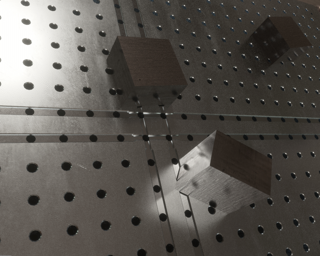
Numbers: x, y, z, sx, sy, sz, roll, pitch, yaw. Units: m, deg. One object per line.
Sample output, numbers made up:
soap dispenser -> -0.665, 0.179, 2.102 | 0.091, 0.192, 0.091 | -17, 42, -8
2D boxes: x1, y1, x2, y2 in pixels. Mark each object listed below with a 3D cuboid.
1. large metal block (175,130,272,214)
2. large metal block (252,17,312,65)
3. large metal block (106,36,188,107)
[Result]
large metal block -> 0.077, 0.057, 0.381 | 0.080, 0.080, 0.050 | 27, 52, -12
large metal block -> 0.253, -0.183, 0.644 | 0.081, 0.050, 0.080 | -15, 70, -34
large metal block -> -0.019, -0.078, 0.431 | 0.081, 0.050, 0.080 | -6, 65, -31
